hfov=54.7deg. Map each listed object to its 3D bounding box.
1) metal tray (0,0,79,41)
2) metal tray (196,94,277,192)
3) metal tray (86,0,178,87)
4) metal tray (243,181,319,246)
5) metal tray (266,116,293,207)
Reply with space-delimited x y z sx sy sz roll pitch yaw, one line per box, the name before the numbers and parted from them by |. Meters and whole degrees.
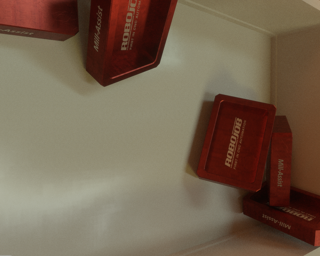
metal tray | -0.143 -0.134 0.283 0.131 0.030 0.089 -4 93 -40
metal tray | 0.113 0.021 0.459 0.030 0.090 0.130 64 40 -73
metal tray | -0.028 -0.113 0.326 0.091 0.030 0.129 -29 152 -36
metal tray | 0.217 0.135 0.518 0.091 0.130 0.030 -22 115 -37
metal tray | 0.196 0.053 0.515 0.090 0.030 0.129 -55 142 -65
